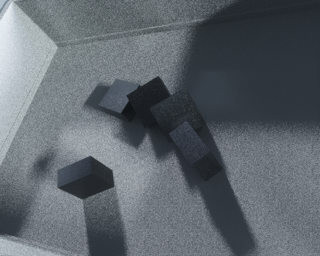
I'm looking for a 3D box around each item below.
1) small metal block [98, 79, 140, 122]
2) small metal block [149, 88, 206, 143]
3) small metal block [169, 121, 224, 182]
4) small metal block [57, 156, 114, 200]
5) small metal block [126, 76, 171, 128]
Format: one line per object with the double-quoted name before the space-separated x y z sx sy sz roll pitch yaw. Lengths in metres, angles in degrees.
"small metal block" -0.055 -0.042 0.459 0.050 0.025 0.050 20 72 37
"small metal block" 0.022 -0.017 0.386 0.050 0.050 0.025 -29 7 10
"small metal block" 0.041 0.027 0.352 0.025 0.050 0.050 -37 51 4
"small metal block" -0.095 0.065 0.400 0.050 0.050 0.025 -24 53 14
"small metal block" -0.009 -0.034 0.418 0.050 0.025 0.050 -31 82 8
